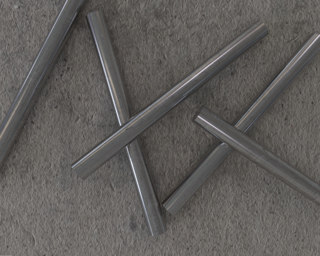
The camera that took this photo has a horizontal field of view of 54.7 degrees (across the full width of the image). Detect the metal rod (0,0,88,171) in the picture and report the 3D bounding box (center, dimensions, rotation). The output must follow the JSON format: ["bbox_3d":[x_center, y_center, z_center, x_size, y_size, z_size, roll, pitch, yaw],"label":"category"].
[{"bbox_3d":[-0.164,-0.063,0.408,0.025,0.025,0.299,27,90,0],"label":"metal rod"}]

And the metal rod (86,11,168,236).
[{"bbox_3d":[-0.044,-0.006,0.409,0.025,0.025,0.298,-16,90,0],"label":"metal rod"}]

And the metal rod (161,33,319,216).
[{"bbox_3d":[0.111,-0.005,0.410,0.025,0.025,0.300,41,90,0],"label":"metal rod"}]

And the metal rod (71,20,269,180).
[{"bbox_3d":[0.018,-0.039,0.392,0.301,0.025,0.025,-38,90,-7],"label":"metal rod"}]

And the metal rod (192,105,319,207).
[{"bbox_3d":[0.171,0.064,0.395,0.301,0.025,0.025,33,90,-7],"label":"metal rod"}]
